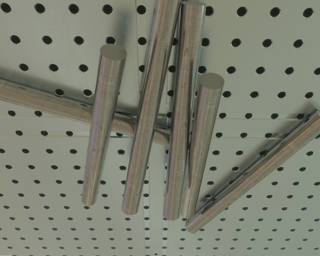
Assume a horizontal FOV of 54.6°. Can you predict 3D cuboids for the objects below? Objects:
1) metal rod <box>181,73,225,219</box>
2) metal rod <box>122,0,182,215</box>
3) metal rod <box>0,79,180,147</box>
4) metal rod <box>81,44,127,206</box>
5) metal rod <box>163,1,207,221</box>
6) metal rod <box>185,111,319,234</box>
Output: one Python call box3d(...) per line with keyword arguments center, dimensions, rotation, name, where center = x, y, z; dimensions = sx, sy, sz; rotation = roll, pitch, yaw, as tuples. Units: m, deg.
box3d(center=(0.049, 0.049, 0.422), dimensions=(0.025, 0.025, 0.299), rotation=(1, 140, -1), name="metal rod")
box3d(center=(-0.017, -0.007, 0.376), dimensions=(0.025, 0.025, 0.298), rotation=(8, 121, -7), name="metal rod")
box3d(center=(-0.078, -0.013, 0.399), dimensions=(0.302, 0.025, 0.025), rotation=(16, 128, -14), name="metal rod")
box3d(center=(-0.080, 0.023, 0.400), dimensions=(0.025, 0.025, 0.298), rotation=(11, 138, -9), name="metal rod")
box3d(center=(0.025, 0.003, 0.386), dimensions=(0.025, 0.025, 0.298), rotation=(2, 122, -2), name="metal rod")
box3d(center=(0.134, 0.084, 0.483), dimensions=(0.025, 0.025, 0.298), rotation=(25, 126, -20), name="metal rod")
